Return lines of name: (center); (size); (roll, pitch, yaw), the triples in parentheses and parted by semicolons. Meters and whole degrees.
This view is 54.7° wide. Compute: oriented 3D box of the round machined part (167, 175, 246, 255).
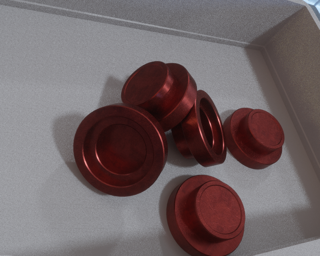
round machined part: (0.061, 0.101, 0.368); (0.099, 0.042, 0.098); (14, 56, -21)

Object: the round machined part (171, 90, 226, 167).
round machined part: (0.048, 0.003, 0.401); (0.098, 0.042, 0.098); (41, 40, -47)

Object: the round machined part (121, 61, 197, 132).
round machined part: (-0.008, -0.043, 0.378); (0.042, 0.098, 0.098); (45, 42, -41)

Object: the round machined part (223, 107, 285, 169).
round machined part: (0.148, 0.010, 0.471); (0.099, 0.042, 0.098); (14, 56, -21)

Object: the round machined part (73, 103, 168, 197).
round machined part: (-0.040, 0.021, 0.338); (0.098, 0.098, 0.042); (43, 16, 1)
